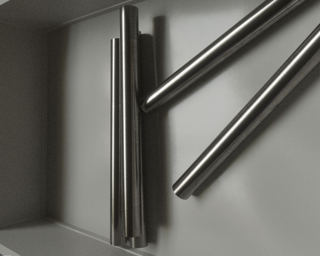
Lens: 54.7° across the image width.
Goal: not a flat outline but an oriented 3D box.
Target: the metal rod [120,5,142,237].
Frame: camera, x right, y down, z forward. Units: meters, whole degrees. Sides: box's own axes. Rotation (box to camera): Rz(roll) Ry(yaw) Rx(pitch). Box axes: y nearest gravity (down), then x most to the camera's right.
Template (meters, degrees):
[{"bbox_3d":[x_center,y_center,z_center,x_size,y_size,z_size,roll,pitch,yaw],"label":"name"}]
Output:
[{"bbox_3d":[-0.039,-0.010,0.409,0.025,0.025,0.298,-2,88,40],"label":"metal rod"}]

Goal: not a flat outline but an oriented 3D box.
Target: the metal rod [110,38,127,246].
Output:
[{"bbox_3d":[-0.061,0.020,0.456,0.025,0.025,0.298,0,90,40],"label":"metal rod"}]

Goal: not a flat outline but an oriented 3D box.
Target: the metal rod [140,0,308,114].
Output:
[{"bbox_3d":[0.084,-0.099,0.337,0.299,0.025,0.025,-34,69,34],"label":"metal rod"}]

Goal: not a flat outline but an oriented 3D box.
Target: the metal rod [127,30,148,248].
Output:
[{"bbox_3d":[-0.034,0.014,0.434,0.025,0.025,0.298,-3,88,40],"label":"metal rod"}]

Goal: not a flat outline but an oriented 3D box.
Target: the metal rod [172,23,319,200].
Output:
[{"bbox_3d":[0.107,-0.026,0.318,0.298,0.025,0.025,-52,60,27],"label":"metal rod"}]
